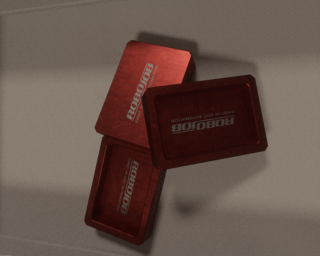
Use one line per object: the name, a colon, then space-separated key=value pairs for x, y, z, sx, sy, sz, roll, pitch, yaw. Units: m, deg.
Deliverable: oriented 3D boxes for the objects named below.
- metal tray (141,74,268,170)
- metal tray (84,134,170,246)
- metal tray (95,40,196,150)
metal tray: x=0.051 y=-0.007 z=0.356 sx=0.131 sy=0.030 sz=0.089 roll=-9 pitch=87 yaw=-11
metal tray: x=-0.045 y=0.081 z=0.422 sx=0.090 sy=0.030 sz=0.129 roll=15 pitch=95 yaw=19
metal tray: x=-0.018 y=-0.041 z=0.397 sx=0.090 sy=0.030 sz=0.130 roll=17 pitch=81 yaw=19
